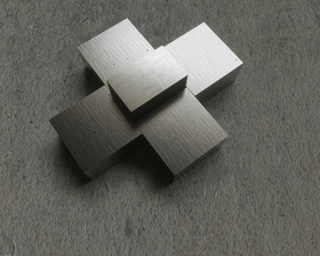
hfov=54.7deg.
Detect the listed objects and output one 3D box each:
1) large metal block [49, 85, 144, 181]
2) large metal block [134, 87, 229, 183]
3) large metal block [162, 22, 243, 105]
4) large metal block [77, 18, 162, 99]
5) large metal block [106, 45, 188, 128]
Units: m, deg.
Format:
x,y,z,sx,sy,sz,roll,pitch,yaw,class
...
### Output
x,y,z,sx,sy,sz,roll,pitch,yaw,class
-0.077,0.007,0.392,0.080,0.050,0.080,-35,74,-12,large metal block
0.025,0.010,0.392,0.080,0.050,0.080,-35,74,-12,large metal block
0.052,-0.084,0.426,0.080,0.050,0.080,-35,74,-12,large metal block
-0.053,-0.089,0.427,0.080,0.050,0.080,-35,74,-12,large metal block
-0.015,-0.045,0.396,0.080,0.080,0.050,-35,74,-12,large metal block
